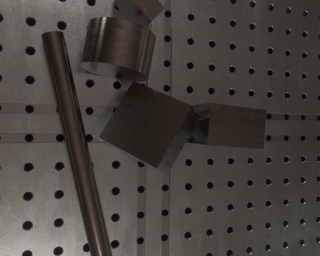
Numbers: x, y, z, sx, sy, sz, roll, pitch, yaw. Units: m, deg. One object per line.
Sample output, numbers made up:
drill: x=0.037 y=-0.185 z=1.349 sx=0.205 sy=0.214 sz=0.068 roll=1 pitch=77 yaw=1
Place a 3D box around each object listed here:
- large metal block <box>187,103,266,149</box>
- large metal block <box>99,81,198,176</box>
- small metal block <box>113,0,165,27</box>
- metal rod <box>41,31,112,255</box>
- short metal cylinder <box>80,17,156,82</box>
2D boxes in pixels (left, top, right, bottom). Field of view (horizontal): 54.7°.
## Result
large metal block: x=0.081 y=-0.002 z=0.415 sx=0.081 sy=0.080 sz=0.050 roll=5 pitch=89 yaw=-20
large metal block: x=-0.012 y=0.001 z=0.375 sx=0.080 sy=0.050 sz=0.080 roll=26 pitch=79 yaw=21
small metal block: x=-0.028 y=-0.154 z=0.390 sx=0.050 sy=0.050 sz=0.025 roll=46 pitch=76 yaw=-15
metal rod: x=-0.098 y=0.035 z=0.377 sx=0.025 sy=0.025 sz=0.298 roll=-13 pitch=95 yaw=-20
short metal cylinder: x=-0.049 y=-0.090 z=0.366 sx=0.081 sy=0.080 sz=0.050 roll=11 pitch=86 yaw=-20
